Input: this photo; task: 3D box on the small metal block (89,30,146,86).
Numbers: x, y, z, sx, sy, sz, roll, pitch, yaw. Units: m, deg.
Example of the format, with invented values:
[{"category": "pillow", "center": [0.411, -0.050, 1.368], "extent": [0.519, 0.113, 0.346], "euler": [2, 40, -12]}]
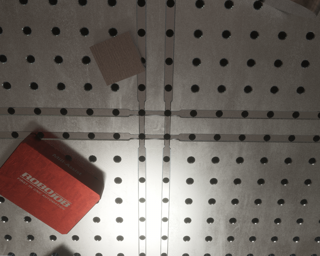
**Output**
[{"category": "small metal block", "center": [-0.051, -0.086, 0.381], "extent": [0.050, 0.025, 0.050], "euler": [-20, 109, 7]}]

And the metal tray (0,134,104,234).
[{"category": "metal tray", "center": [-0.158, 0.082, 0.439], "extent": [0.130, 0.030, 0.090], "euler": [39, 105, -14]}]

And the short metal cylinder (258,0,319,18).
[{"category": "short metal cylinder", "center": [0.140, -0.157, 0.328], "extent": [0.080, 0.080, 0.050], "euler": [20, 109, -8]}]
